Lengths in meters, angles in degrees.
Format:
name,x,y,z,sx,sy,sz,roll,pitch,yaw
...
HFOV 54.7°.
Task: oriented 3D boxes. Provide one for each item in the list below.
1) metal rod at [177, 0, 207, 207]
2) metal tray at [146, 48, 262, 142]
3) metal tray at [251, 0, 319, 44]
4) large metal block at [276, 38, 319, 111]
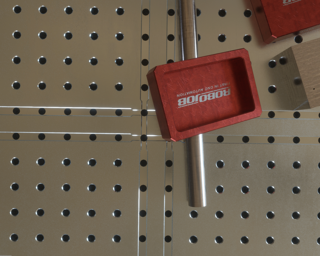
name,x,y,z,sx,sy,sz,roll,pitch,yaw
metal rod,0.042,-0.046,0.413,0.025,0.025,0.298,-3,90,0
metal tray,0.057,-0.042,0.388,0.131,0.030,0.089,-16,94,-19
metal tray,0.193,-0.176,0.412,0.131,0.030,0.090,-18,90,0
large metal block,0.210,-0.073,0.402,0.080,0.050,0.080,-17,90,0
